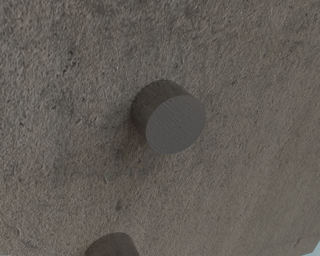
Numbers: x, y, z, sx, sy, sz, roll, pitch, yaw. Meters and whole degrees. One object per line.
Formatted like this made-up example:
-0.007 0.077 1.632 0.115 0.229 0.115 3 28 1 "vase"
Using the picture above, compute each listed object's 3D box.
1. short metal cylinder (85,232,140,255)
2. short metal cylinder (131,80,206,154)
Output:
-0.071 0.211 0.482 0.081 0.050 0.079 -14 124 -21 "short metal cylinder"
0.010 -0.014 0.387 0.081 0.050 0.079 -14 124 -21 "short metal cylinder"
